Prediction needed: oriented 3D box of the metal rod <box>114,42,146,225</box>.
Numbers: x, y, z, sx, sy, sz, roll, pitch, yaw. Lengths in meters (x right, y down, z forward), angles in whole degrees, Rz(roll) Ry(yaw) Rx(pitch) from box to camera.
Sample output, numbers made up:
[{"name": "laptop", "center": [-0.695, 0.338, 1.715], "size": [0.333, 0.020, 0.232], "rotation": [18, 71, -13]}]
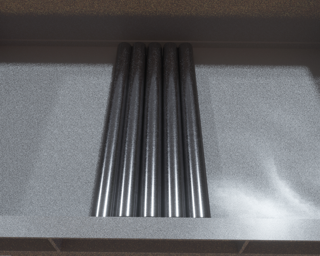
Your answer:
[{"name": "metal rod", "center": [-0.035, -0.018, 0.418], "size": [0.025, 0.025, 0.300], "rotation": [0, 50, 0]}]

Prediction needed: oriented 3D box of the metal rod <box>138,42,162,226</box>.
[{"name": "metal rod", "center": [-0.009, -0.018, 0.418], "size": [0.025, 0.025, 0.300], "rotation": [0, 50, 0]}]

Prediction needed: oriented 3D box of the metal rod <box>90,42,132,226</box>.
[{"name": "metal rod", "center": [-0.059, -0.018, 0.418], "size": [0.025, 0.025, 0.300], "rotation": [0, 50, 0]}]

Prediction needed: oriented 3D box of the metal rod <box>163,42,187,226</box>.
[{"name": "metal rod", "center": [0.016, -0.018, 0.418], "size": [0.025, 0.025, 0.300], "rotation": [0, 50, 0]}]

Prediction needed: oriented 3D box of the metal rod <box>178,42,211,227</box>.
[{"name": "metal rod", "center": [0.041, -0.017, 0.418], "size": [0.025, 0.025, 0.300], "rotation": [0, 50, 0]}]
